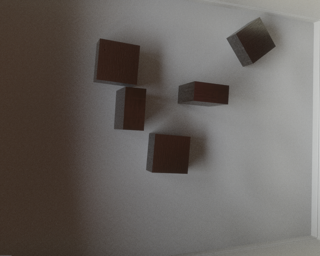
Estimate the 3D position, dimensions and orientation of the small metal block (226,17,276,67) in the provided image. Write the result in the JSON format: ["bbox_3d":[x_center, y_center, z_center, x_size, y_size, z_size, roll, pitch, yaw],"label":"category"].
[{"bbox_3d":[0.136,-0.128,0.462,0.050,0.025,0.050,-37,102,-16],"label":"small metal block"}]

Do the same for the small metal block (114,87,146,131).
[{"bbox_3d":[-0.038,-0.022,0.384,0.025,0.050,0.050,4,89,-20],"label":"small metal block"}]

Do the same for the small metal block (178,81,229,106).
[{"bbox_3d":[0.058,-0.045,0.420,0.050,0.050,0.025,4,89,-20],"label":"small metal block"}]

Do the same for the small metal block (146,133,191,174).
[{"bbox_3d":[0.011,0.034,0.416,0.050,0.025,0.050,5,88,-20],"label":"small metal block"}]

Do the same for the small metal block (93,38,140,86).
[{"bbox_3d":[-0.055,-0.081,0.391,0.050,0.025,0.050,5,88,-20],"label":"small metal block"}]
